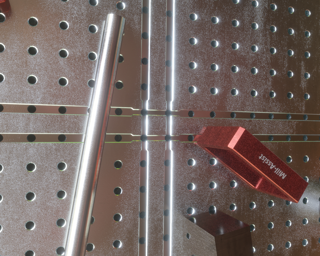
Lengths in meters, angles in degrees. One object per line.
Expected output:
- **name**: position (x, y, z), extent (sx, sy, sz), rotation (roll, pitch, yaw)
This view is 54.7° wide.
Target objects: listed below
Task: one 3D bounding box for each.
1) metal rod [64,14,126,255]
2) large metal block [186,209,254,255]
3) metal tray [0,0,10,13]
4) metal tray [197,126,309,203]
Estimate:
- **metal rod**: position (-0.080, 0.008, 0.383), extent (0.025, 0.025, 0.298), rotation (10, 87, -20)
- **large metal block**: position (0.080, 0.163, 0.413), extent (0.050, 0.080, 0.079), rotation (-10, 94, -20)
- **metal tray**: position (-0.241, -0.151, 0.320), extent (0.131, 0.030, 0.090), rotation (-26, 99, -18)
- **metal tray**: position (0.123, 0.048, 0.423), extent (0.130, 0.090, 0.030), rotation (38, 78, -16)
